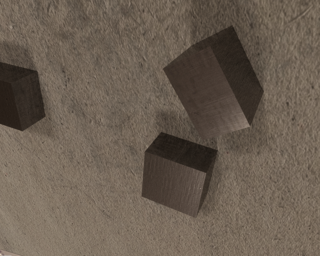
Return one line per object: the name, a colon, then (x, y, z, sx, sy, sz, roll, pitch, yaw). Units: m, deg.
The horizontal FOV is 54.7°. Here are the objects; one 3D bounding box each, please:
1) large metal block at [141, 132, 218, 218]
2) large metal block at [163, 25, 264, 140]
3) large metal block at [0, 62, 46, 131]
large metal block: (0.025, 0.062, 0.415, 0.080, 0.050, 0.079, 18, 125, 17)
large metal block: (0.058, -0.047, 0.311, 0.050, 0.080, 0.080, -19, 108, 35)
large metal block: (-0.233, -0.050, 0.479, 0.080, 0.050, 0.079, 16, 125, 19)
